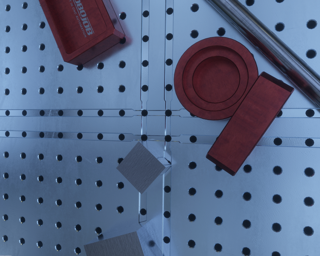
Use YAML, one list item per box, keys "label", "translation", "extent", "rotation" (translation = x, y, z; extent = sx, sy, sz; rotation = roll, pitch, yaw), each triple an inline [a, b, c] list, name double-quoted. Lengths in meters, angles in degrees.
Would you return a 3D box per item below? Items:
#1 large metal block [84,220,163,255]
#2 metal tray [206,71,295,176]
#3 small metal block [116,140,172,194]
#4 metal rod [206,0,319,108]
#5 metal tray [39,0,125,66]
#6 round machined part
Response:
- label: "large metal block"
  translation: [-0.043, 0.178, 0.414]
  extent: [0.080, 0.050, 0.080]
  rotation: [-21, 83, 18]
- label: "metal tray"
  translation: [0.096, -0.003, 0.323]
  extent: [0.030, 0.130, 0.090]
  rotation: [35, 101, 16]
- label: "small metal block"
  translation: [-0.022, 0.052, 0.419]
  extent: [0.050, 0.025, 0.050]
  rotation: [43, 103, 14]
- label: "metal rod"
  translation: [0.129, -0.099, 0.367]
  extent: [0.025, 0.025, 0.300]
  rotation: [-44, 77, 14]
- label: "metal tray"
  translation: [-0.118, -0.168, 0.449]
  extent: [0.090, 0.030, 0.129]
  rotation: [-27, 82, 17]
- label: "round machined part"
  translation: [0.070, -0.057, 0.379]
  extent: [0.098, 0.042, 0.097]
  rotation: [0, 90, 19]
